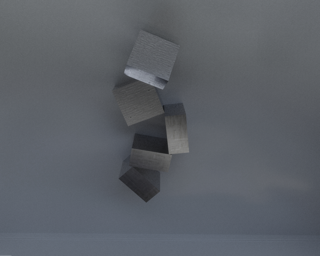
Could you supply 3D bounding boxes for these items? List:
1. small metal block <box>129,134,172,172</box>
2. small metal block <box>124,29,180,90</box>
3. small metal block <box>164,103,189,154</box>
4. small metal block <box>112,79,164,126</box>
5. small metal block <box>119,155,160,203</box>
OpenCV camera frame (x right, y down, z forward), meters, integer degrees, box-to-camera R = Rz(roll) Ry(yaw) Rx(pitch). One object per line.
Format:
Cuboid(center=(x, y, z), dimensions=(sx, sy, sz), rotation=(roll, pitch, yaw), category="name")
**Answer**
Cuboid(center=(-0.012, 0.032, 0.409), dimensions=(0.050, 0.050, 0.025), rotation=(10, 110, -4), category="small metal block")
Cuboid(center=(-0.010, -0.081, 0.367), dimensions=(0.050, 0.025, 0.050), rotation=(21, 69, -8), category="small metal block")
Cuboid(center=(0.021, 0.000, 0.398), dimensions=(0.025, 0.050, 0.050), rotation=(-6, 110, 2), category="small metal block")
Cuboid(center=(-0.027, -0.037, 0.397), dimensions=(0.050, 0.025, 0.050), rotation=(-20, 109, 7), category="small metal block")
Cuboid(center=(-0.026, 0.065, 0.421), dimensions=(0.025, 0.050, 0.050), rotation=(-42, 105, 14), category="small metal block")
